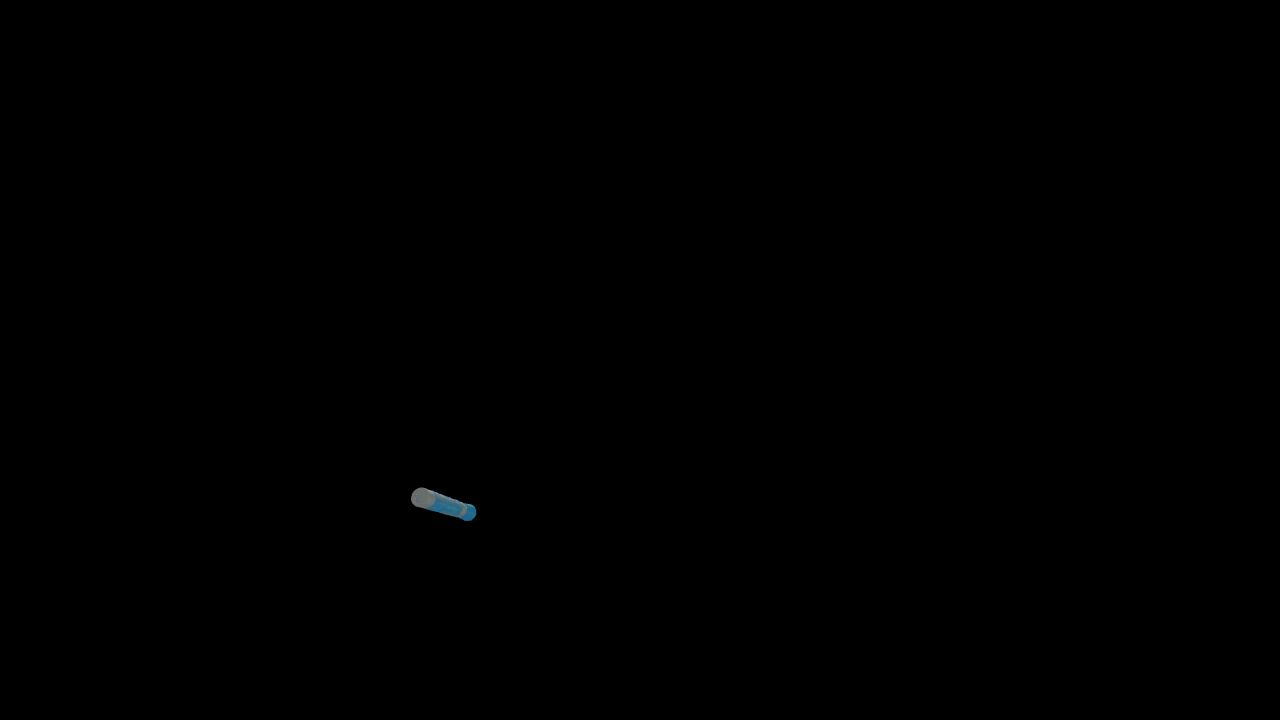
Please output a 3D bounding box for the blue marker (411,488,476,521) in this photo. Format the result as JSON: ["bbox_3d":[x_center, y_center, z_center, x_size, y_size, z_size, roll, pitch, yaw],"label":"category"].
[{"bbox_3d":[-0.205,0.155,0.654,0.020,0.020,0.121,0,-21,10],"label":"blue marker"}]
